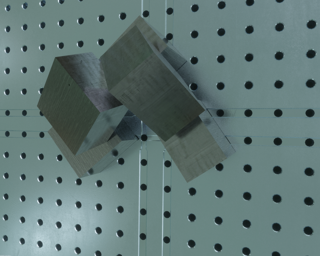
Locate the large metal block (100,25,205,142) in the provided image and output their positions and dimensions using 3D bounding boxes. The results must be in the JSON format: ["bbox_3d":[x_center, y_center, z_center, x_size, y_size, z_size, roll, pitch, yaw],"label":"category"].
[{"bbox_3d":[-0.010,-0.046,0.311,0.050,0.080,0.080,-39,35,11],"label":"large metal block"}]

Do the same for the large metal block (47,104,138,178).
[{"bbox_3d":[-0.093,0.010,0.430,0.080,0.050,0.080,-41,78,15],"label":"large metal block"}]

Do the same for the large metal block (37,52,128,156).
[{"bbox_3d":[-0.089,-0.028,0.360,0.080,0.050,0.080,49,130,13],"label":"large metal block"}]

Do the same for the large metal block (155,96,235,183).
[{"bbox_3d":[0.041,0.011,0.367,0.050,0.080,0.080,-35,79,16],"label":"large metal block"}]

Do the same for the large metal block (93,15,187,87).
[{"bbox_3d":[-0.022,-0.082,0.389,0.080,0.080,0.050,-43,77,15],"label":"large metal block"}]
